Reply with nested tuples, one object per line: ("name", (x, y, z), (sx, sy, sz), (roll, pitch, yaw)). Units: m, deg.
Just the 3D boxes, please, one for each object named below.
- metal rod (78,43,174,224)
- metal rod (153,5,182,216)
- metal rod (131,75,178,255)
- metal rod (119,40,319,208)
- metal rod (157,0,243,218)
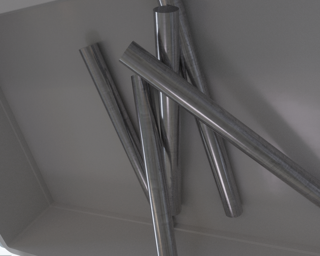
("metal rod", (-0.040, 0.026, 0.445), (0.025, 0.025, 0.299), (-8, 115, 32))
("metal rod", (0.013, 0.005, 0.386), (0.025, 0.025, 0.298), (13, 130, 21))
("metal rod", (-0.002, 0.082, 0.382), (0.025, 0.025, 0.298), (-9, 89, 32))
("metal rod", (0.088, 0.009, 0.331), (0.301, 0.025, 0.025), (35, 130, -10))
("metal rod", (0.053, -0.015, 0.370), (0.025, 0.025, 0.298), (-7, 115, 31))
